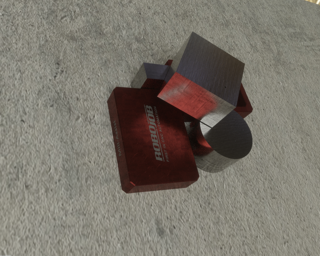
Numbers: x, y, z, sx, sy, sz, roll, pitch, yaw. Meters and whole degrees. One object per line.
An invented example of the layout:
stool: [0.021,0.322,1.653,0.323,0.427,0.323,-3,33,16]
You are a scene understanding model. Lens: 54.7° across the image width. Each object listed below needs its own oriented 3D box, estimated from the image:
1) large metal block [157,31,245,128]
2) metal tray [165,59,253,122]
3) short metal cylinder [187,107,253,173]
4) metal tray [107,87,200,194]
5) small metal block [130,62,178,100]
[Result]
large metal block: [0.053,-0.061,0.389,0.080,0.050,0.080,29,52,-10]
metal tray: [0.071,-0.056,0.474,0.131,0.030,0.090,-2,63,-29]
short metal cylinder: [0.077,0.015,0.421,0.081,0.050,0.080,13,57,-20]
metal tray: [-0.011,0.012,0.390,0.091,0.030,0.130,1,62,-28]
small metal block: [-0.007,-0.061,0.423,0.050,0.050,0.025,1,62,-28]
